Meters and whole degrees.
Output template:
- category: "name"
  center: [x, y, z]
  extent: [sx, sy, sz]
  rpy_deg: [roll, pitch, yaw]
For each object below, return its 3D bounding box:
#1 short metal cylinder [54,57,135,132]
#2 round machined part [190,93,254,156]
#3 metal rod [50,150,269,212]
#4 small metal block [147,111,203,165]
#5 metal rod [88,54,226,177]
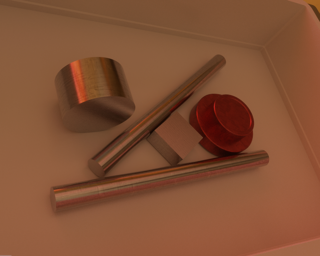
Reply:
- category: "short metal cylinder"
  center: [-0.074, -0.035, 0.352]
  extent: [0.081, 0.080, 0.050]
  rpy_deg: [-5, 65, -31]
- category: "round machined part"
  center: [0.097, -0.010, 0.451]
  extent: [0.099, 0.042, 0.098]
  rpy_deg: [14, 56, -21]
- category: "metal rod"
  center: [0.024, 0.057, 0.383]
  extent: [0.303, 0.025, 0.025]
  rpy_deg: [-6, 65, -31]
- category: "small metal block"
  center: [0.020, 0.014, 0.407]
  extent: [0.050, 0.025, 0.050]
  rpy_deg: [46, 51, 3]
- category: "metal rod"
  center: [0.016, -0.035, 0.435]
  extent: [0.025, 0.025, 0.302]
  rpy_deg: [45, 51, 3]
